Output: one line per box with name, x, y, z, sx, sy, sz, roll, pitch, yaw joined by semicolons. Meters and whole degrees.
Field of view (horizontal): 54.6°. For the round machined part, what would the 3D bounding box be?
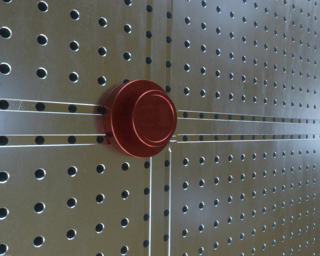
round machined part;-0.017;-0.012;0.383;0.099;0.042;0.097;0;90;-40
